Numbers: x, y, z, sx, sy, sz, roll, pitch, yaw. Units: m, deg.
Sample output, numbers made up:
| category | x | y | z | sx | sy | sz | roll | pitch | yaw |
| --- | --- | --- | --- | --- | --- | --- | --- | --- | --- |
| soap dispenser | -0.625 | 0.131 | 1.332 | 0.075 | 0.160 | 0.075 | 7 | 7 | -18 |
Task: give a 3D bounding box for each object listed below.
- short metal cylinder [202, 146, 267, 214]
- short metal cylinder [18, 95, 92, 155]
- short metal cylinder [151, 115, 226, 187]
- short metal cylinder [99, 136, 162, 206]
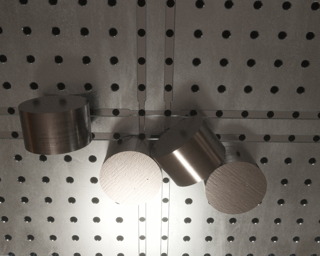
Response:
| category | x | y | z | sx | sy | sz | roll | pitch | yaw |
| --- | --- | --- | --- | --- | --- | --- | --- | --- | --- |
| short metal cylinder | 0.099 | 0.071 | 0.428 | 0.081 | 0.050 | 0.079 | 0 | 110 | -1 |
| short metal cylinder | -0.126 | -0.007 | 0.380 | 0.081 | 0.080 | 0.050 | 0 | 110 | 0 |
| short metal cylinder | 0.035 | 0.028 | 0.395 | 0.080 | 0.080 | 0.050 | -35 | 107 | 11 |
| short metal cylinder | -0.038 | 0.057 | 0.421 | 0.081 | 0.050 | 0.079 | 0 | 110 | -1 |
